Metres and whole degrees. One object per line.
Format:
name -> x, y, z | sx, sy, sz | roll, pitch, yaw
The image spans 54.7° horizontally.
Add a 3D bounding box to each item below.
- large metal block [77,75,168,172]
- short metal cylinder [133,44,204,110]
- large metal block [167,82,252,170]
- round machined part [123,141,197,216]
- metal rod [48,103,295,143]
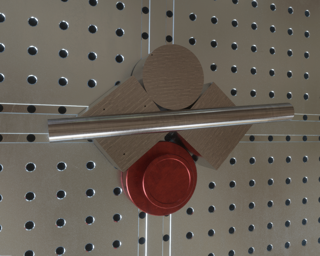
large metal block -> -0.045, -0.006, 0.379 | 0.080, 0.050, 0.080 | -41, 105, -16
short metal cylinder -> 0.009, -0.062, 0.399 | 0.081, 0.050, 0.079 | 0, 90, -20
large metal block -> 0.062, -0.003, 0.416 | 0.080, 0.050, 0.080 | 44, 77, -15
round machined part -> 0.005, 0.065, 0.401 | 0.099, 0.042, 0.097 | 0, 90, -20
metal rod -> 0.029, -0.009, 0.364 | 0.303, 0.025, 0.025 | -5, 92, -20
